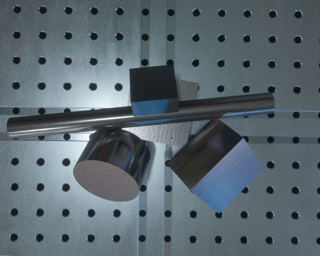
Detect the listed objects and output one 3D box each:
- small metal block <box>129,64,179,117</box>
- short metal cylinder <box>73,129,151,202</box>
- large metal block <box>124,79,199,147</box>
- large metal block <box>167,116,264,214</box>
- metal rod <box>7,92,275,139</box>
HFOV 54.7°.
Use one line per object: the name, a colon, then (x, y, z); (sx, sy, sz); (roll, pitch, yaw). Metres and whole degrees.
small metal block: (-0.007, -0.042, 0.348); (0.050, 0.025, 0.050); (-6, 55, 0)
short metal cylinder: (-0.057, 0.046, 0.376); (0.080, 0.079, 0.050); (19, 47, 0)
large metal block: (0.000, -0.023, 0.397); (0.080, 0.050, 0.080); (11, 90, 0)
large metal block: (0.069, 0.046, 0.376); (0.080, 0.050, 0.080); (-45, 134, 0)
metal rod: (-0.021, -0.014, 0.360); (0.302, 0.025, 0.025); (-6, 90, 0)
